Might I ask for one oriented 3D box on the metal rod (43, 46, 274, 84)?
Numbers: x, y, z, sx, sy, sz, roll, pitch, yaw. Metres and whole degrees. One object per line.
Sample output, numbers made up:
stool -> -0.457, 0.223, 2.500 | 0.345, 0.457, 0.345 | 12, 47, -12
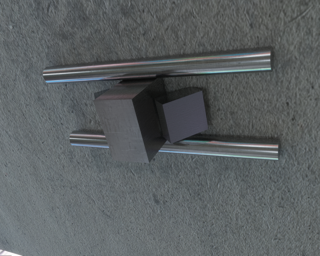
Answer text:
metal rod -> -0.023, -0.072, 0.374 | 0.301, 0.025, 0.025 | 2, 119, 27

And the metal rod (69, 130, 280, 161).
metal rod -> 0.001, 0.021, 0.419 | 0.301, 0.025, 0.025 | 2, 119, 27

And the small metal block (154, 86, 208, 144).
small metal block -> 0.026, -0.016, 0.366 | 0.025, 0.050, 0.050 | 40, 147, 60

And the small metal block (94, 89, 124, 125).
small metal block -> -0.067, -0.020, 0.412 | 0.025, 0.050, 0.050 | -17, 116, -8

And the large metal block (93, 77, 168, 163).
large metal block -> -0.026, -0.014, 0.379 | 0.050, 0.080, 0.079 | 1, 119, 27
